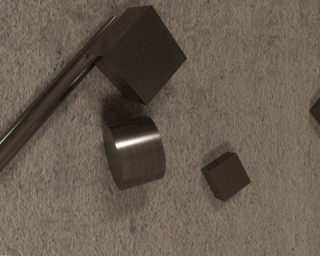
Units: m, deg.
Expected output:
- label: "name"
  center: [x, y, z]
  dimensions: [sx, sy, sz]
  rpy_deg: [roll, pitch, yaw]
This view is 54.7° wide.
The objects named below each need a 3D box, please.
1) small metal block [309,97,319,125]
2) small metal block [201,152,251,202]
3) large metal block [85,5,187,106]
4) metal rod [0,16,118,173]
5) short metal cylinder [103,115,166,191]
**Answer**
- label: "small metal block"
  center: [0.287, -0.029, 0.517]
  dimensions: [0.050, 0.025, 0.050]
  rpy_deg: [-47, 105, -14]
- label: "small metal block"
  center: [0.095, 0.069, 0.446]
  dimensions: [0.050, 0.025, 0.050]
  rpy_deg: [-31, 101, -18]
- label: "large metal block"
  center: [-0.027, -0.087, 0.373]
  dimensions: [0.080, 0.050, 0.080]
  rpy_deg: [-51, 127, -13]
- label: "metal rod"
  center: [-0.142, -0.016, 0.356]
  dimensions: [0.025, 0.025, 0.300]
  rpy_deg: [42, 77, -16]
- label: "short metal cylinder"
  center: [-0.033, 0.029, 0.369]
  dimensions: [0.050, 0.080, 0.080]
  rpy_deg: [-13, 95, -20]
